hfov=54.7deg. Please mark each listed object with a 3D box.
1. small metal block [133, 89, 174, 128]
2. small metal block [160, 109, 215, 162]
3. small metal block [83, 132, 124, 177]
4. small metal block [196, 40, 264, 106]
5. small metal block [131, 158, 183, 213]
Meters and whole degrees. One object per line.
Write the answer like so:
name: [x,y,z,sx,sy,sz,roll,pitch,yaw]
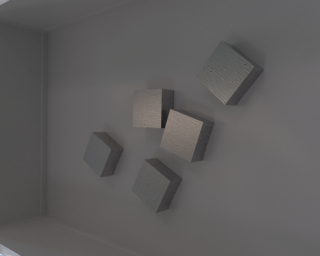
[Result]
small metal block: [-0.009,-0.025,0.415,0.050,0.025,0.050,2,91,40]
small metal block: [0.032,0.008,0.380,0.050,0.025,0.050,25,106,37]
small metal block: [-0.089,0.040,0.481,0.050,0.025,0.050,37,112,34]
small metal block: [0.076,-0.060,0.344,0.050,0.025,0.050,49,119,28]
small metal block: [-0.005,0.075,0.411,0.050,0.025,0.050,35,112,34]
